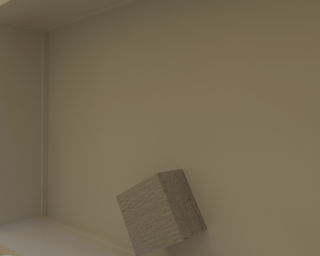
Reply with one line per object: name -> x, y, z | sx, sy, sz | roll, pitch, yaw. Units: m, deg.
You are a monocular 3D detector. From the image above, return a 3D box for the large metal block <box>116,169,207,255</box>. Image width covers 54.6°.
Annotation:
large metal block -> 0.000, 0.106, 0.392 | 0.080, 0.050, 0.080 | -35, 69, 35
